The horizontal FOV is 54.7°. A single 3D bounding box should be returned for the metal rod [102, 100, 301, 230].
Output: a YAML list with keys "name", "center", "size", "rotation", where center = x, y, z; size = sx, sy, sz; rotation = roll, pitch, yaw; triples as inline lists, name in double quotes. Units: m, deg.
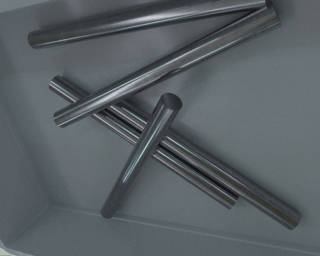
- name: "metal rod"
  center: [0.045, 0.036, 0.405]
  size: [0.301, 0.025, 0.025]
  rotation: [33, 129, 5]

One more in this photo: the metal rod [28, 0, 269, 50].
- name: "metal rod"
  center: [-0.036, -0.121, 0.351]
  size: [0.300, 0.025, 0.025]
  rotation: [-1, 118, 28]

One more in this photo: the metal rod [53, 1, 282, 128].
- name: "metal rod"
  center: [-0.015, -0.059, 0.358]
  size: [0.300, 0.025, 0.025]
  rotation: [-21, 108, 29]

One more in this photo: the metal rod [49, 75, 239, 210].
- name: "metal rod"
  center: [-0.026, 0.017, 0.430]
  size: [0.301, 0.025, 0.025]
  rotation: [33, 129, 5]

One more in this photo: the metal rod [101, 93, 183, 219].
- name: "metal rod"
  center: [-0.040, 0.060, 0.438]
  size: [0.025, 0.025, 0.298]
  rotation: [35, 137, 4]
